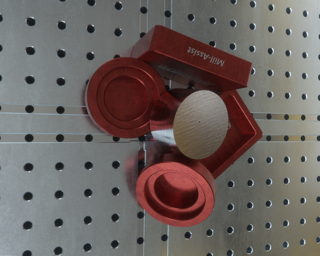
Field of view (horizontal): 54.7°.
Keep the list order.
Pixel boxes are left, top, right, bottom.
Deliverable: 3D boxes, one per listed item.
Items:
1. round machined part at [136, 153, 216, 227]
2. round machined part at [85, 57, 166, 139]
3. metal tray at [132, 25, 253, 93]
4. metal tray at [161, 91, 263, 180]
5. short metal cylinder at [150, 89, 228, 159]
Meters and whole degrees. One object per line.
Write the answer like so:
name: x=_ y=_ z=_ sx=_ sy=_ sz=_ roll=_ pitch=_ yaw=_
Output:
round machined part: x=0.023 y=0.074 z=0.395 sx=0.098 sy=0.042 sz=0.097 roll=7 pitch=117 yaw=14
round machined part: x=-0.044 y=-0.036 z=0.388 sx=0.099 sy=0.042 sz=0.097 roll=0 pitch=90 yaw=-21
metal tray: x=0.037 y=-0.081 z=0.392 sx=0.131 sy=0.090 sz=0.030 roll=16 pitch=85 yaw=-20
metal tray: x=0.073 y=0.013 z=0.438 sx=0.131 sy=0.030 sz=0.090 roll=-38 pitch=103 yaw=-16
short metal cylinder: x=0.035 y=-0.007 z=0.374 sx=0.081 sy=0.050 sz=0.079 roll=-7 pitch=102 yaw=-31
